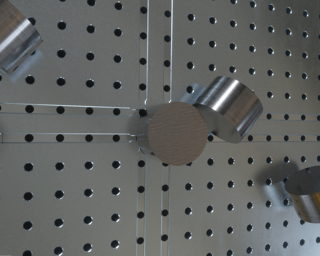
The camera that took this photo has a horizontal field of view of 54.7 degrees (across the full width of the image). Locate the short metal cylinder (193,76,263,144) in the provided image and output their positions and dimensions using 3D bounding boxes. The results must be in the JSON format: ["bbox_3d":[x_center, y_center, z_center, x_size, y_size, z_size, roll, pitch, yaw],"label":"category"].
[{"bbox_3d":[0.089,-0.024,0.418,0.080,0.080,0.050,44,76,-15],"label":"short metal cylinder"}]

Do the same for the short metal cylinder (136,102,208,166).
[{"bbox_3d":[0.015,0.007,0.406,0.081,0.050,0.079,0,90,-20],"label":"short metal cylinder"}]

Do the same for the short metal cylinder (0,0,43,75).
[{"bbox_3d":[-0.171,-0.101,0.320,0.080,0.080,0.050,41,77,-16],"label":"short metal cylinder"}]

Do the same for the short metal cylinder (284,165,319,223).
[{"bbox_3d":[0.241,0.100,0.475,0.080,0.080,0.050,-31,101,-18],"label":"short metal cylinder"}]

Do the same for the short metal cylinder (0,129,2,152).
[{"bbox_3d":[-0.212,0.014,0.321,0.081,0.050,0.079,0,90,-21],"label":"short metal cylinder"}]
